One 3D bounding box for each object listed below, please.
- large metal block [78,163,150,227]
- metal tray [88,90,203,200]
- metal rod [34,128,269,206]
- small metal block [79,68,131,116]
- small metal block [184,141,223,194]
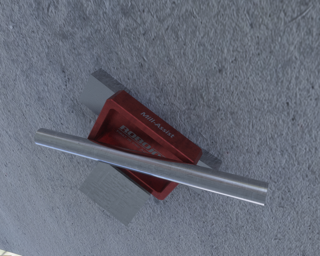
[{"bbox_3d":[-0.059,0.087,0.445,0.080,0.080,0.050,37,87,3],"label":"large metal block"},{"bbox_3d":[-0.023,0.024,0.397,0.130,0.030,0.089,37,129,2],"label":"metal tray"},{"bbox_3d":[-0.027,0.040,0.375,0.301,0.025,0.025,12,123,21],"label":"metal rod"},{"bbox_3d":[-0.075,-0.044,0.419,0.050,0.025,0.050,38,129,2],"label":"small metal block"},{"bbox_3d":[0.047,0.053,0.415,0.050,0.025,0.050,33,129,6],"label":"small metal block"}]
